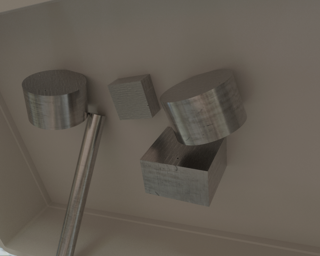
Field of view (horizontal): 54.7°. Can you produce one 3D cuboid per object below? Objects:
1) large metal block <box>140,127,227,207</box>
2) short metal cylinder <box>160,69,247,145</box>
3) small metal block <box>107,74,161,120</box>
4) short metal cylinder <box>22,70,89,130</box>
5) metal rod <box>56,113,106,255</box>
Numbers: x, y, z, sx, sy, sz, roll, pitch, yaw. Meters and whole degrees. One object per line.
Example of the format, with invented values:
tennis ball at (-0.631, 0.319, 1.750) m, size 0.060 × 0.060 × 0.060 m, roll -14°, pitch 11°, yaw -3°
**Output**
large metal block at (0.033, 0.043, 0.382) m, size 0.080 × 0.080 × 0.050 m, roll 7°, pitch 122°, yaw 24°
short metal cylinder at (0.047, -0.024, 0.333) m, size 0.080 × 0.080 × 0.050 m, roll -11°, pitch 113°, yaw 32°
small metal block at (-0.033, -0.039, 0.400) m, size 0.050 × 0.025 × 0.050 m, roll -3°, pitch 117°, yaw 29°
short metal cylinder at (-0.139, -0.040, 0.420) m, size 0.080 × 0.080 × 0.050 m, roll 17°, pitch 125°, yaw 18°
metal rod at (-0.126, 0.124, 0.456) m, size 0.025 × 0.025 × 0.298 m, roll 15°, pitch 95°, yaw 19°
